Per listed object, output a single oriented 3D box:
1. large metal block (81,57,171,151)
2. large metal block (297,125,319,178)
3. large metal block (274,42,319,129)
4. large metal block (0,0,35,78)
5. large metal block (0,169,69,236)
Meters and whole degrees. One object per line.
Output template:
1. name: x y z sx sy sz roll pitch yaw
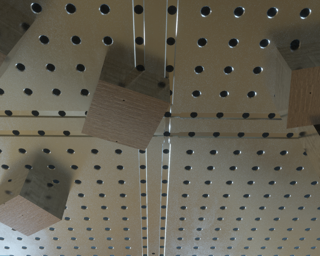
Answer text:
1. large metal block: -0.041 -0.027 0.372 0.081 0.050 0.079 17 128 -15
2. large metal block: 0.231 0.013 0.390 0.080 0.080 0.050 -6 130 5
3. large metal block: 0.181 -0.051 0.355 0.080 0.050 0.080 -9 130 7
4. large metal block: -0.178 -0.077 0.308 0.050 0.080 0.080 32 123 -25
5. large metal block: -0.210 0.121 0.495 0.080 0.050 0.080 -29 125 22
